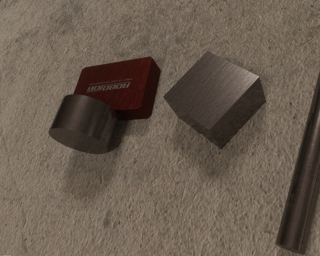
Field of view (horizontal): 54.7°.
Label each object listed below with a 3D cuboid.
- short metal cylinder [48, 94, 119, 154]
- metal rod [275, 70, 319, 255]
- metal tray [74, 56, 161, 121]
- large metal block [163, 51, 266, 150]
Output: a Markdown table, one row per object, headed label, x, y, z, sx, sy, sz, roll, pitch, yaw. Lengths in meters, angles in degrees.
| label | x | y | z | sx | sy | sz | roll | pitch | yaw |
| --- | --- | --- | --- | --- | --- | --- | --- | --- | --- |
| short metal cylinder | -0.103 | -0.003 | 0.422 | 0.080 | 0.080 | 0.050 | 1 | 62 | 28 |
| metal rod | 0.172 | -0.021 | 0.326 | 0.025 | 0.025 | 0.300 | 11 | 67 | 32 |
| metal tray | -0.070 | -0.056 | 0.470 | 0.130 | 0.030 | 0.090 | -3 | 60 | 26 |
| large metal block | 0.066 | -0.035 | 0.374 | 0.080 | 0.050 | 0.080 | -47 | 52 | -5 |
